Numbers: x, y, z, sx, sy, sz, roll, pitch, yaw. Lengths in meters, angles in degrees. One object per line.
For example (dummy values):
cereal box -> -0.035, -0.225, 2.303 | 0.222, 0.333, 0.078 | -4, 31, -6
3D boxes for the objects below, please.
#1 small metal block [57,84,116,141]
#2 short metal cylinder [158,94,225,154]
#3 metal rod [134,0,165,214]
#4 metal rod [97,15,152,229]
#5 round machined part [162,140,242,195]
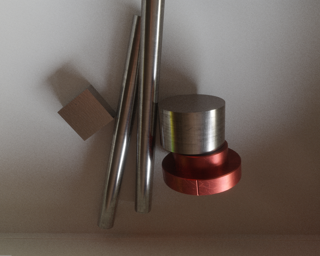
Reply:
small metal block -> -0.094, -0.020, 0.403 | 0.050, 0.025, 0.050 | -36, 107, 12
short metal cylinder -> 0.039, -0.007, 0.380 | 0.081, 0.080, 0.050 | -3, 110, 1
metal rod -> -0.016, -0.016, 0.390 | 0.025, 0.025, 0.298 | 3, 116, -2
metal rod -> -0.050, 0.006, 0.412 | 0.025, 0.025, 0.298 | 11, 110, -5
round machined part -> 0.051, 0.040, 0.388 | 0.099, 0.098, 0.042 | -6, 110, 2
